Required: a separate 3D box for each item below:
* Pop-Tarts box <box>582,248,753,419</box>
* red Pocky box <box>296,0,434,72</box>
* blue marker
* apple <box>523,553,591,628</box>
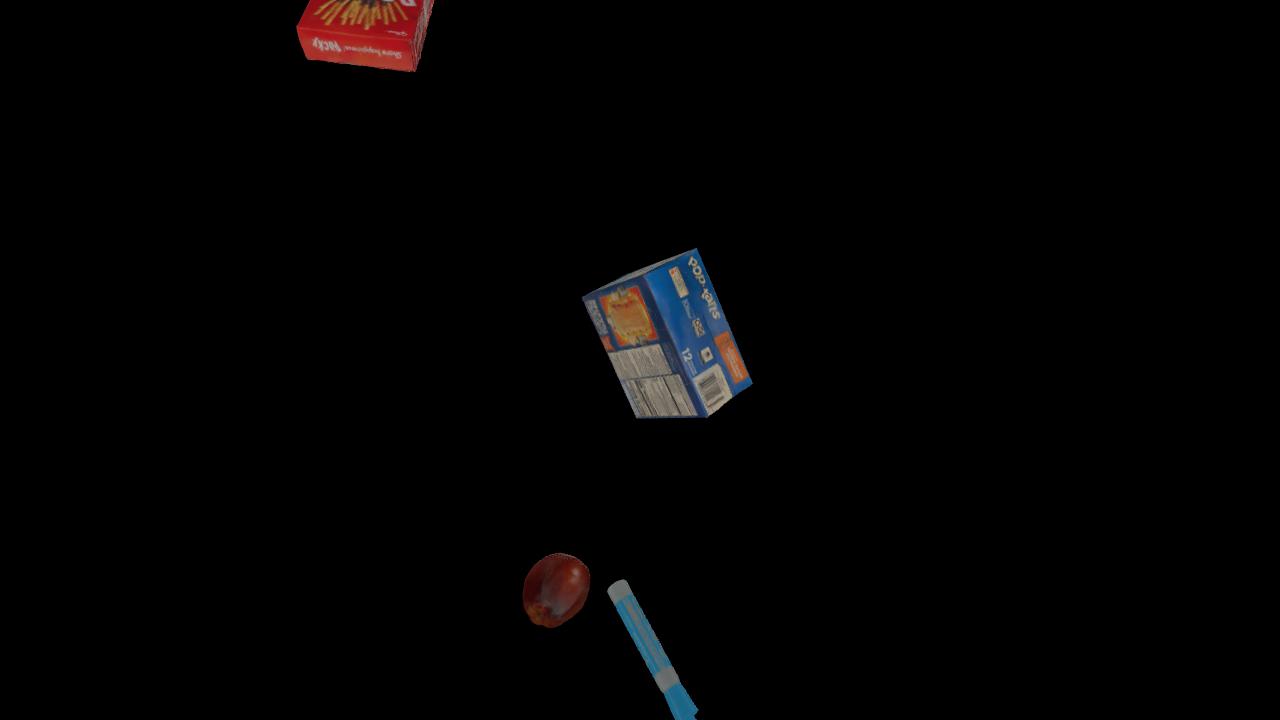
[{"bbox_3d":[0.029,-0.024,0.710,0.083,0.167,0.141,-30,11,-32],"label":"Pop-Tarts box"},{"bbox_3d":[-0.215,-0.294,0.502,0.083,0.155,0.028,3,-35,-11],"label":"red Pocky box"},{"bbox_3d":[0.009,0.232,0.491,0.020,0.020,0.121,0,39,-39],"label":"blue marker"},{"bbox_3d":[-0.103,0.282,0.759,0.079,0.079,0.093,0,26,26],"label":"apple"}]
